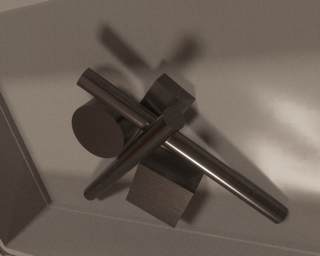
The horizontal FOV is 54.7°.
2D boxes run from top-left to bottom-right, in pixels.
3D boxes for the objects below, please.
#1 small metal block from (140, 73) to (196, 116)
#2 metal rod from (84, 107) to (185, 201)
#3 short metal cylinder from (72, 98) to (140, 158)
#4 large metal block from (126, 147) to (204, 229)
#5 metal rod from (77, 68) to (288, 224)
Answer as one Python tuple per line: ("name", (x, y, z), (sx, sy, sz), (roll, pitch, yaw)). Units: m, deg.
("small metal block", (0.007, -0.031, 0.385), (0.050, 0.025, 0.050), (40, 129, 0))
("metal rod", (-0.053, 0.052, 0.425), (0.025, 0.025, 0.299), (44, 142, -3))
("short metal cylinder", (-0.072, -0.005, 0.426), (0.080, 0.050, 0.079), (13, 124, 20))
("large metal block", (0.007, 0.082, 0.438), (0.080, 0.050, 0.079), (28, 128, 10))
("metal rod", (0.032, 0.026, 0.380), (0.301, 0.025, 0.025), (35, 129, -7))
